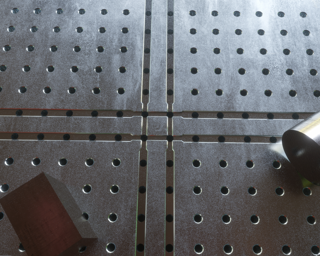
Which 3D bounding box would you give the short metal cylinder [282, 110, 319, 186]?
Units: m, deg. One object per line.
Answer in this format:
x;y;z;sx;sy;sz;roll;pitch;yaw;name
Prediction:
0.197;0.024;0.375;0.050;0.080;0.080;-30;73;-10;short metal cylinder

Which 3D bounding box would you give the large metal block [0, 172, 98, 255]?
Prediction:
-0.119;0.103;0.344;0.050;0.080;0.080;-34;74;-11;large metal block
